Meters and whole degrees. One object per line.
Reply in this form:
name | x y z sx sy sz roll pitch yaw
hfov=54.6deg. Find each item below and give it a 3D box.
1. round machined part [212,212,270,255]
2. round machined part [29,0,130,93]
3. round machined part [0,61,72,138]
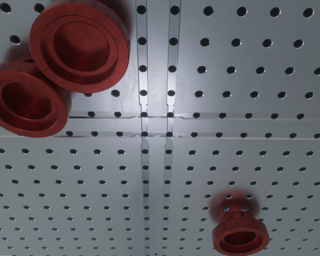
round machined part | 0.143 0.189 0.562 0.099 0.042 0.097 0 130 0
round machined part | -0.080 -0.088 0.325 0.099 0.042 0.097 0 130 0
round machined part | -0.153 -0.037 0.364 0.098 0.042 0.097 2 134 2
